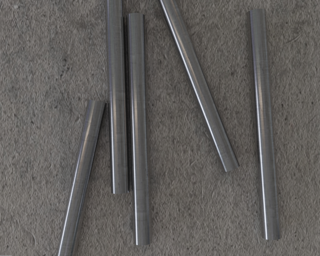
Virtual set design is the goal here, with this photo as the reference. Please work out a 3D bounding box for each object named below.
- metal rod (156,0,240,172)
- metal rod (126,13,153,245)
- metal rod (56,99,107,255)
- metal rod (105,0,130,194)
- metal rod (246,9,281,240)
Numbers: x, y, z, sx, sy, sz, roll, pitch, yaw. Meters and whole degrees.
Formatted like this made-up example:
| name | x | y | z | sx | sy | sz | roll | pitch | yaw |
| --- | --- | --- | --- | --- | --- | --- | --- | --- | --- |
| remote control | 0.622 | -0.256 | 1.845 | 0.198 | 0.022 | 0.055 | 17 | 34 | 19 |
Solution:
| name | x | y | z | sx | sy | sz | roll | pitch | yaw |
| --- | --- | --- | --- | --- | --- | --- | --- | --- | --- |
| metal rod | 0.041 | -0.086 | 0.409 | 0.025 | 0.025 | 0.299 | -21 | 90 | 0 |
| metal rod | -0.027 | 0.001 | 0.409 | 0.025 | 0.025 | 0.298 | -2 | 90 | 0 |
| metal rod | -0.112 | 0.111 | 0.408 | 0.025 | 0.025 | 0.298 | 12 | 90 | 0 |
| metal rod | -0.057 | -0.065 | 0.409 | 0.025 | 0.025 | 0.298 | -2 | 90 | 0 |
| metal rod | 0.137 | -0.005 | 0.410 | 0.025 | 0.025 | 0.298 | -4 | 90 | 0 |
